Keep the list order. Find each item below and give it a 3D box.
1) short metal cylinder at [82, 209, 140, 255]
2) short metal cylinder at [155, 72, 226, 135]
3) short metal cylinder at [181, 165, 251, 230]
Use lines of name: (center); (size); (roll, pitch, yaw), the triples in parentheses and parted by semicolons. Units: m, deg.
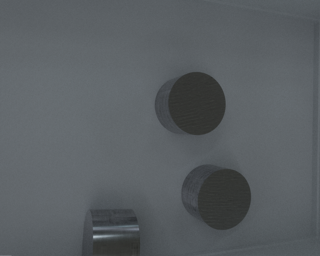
short metal cylinder: (-0.059, 0.136, 0.360); (0.050, 0.080, 0.080); (5, 89, -20)
short metal cylinder: (0.039, -0.031, 0.413); (0.081, 0.050, 0.079); (0, 90, -21)
short metal cylinder: (0.077, 0.093, 0.427); (0.081, 0.050, 0.079); (0, 90, -20)
